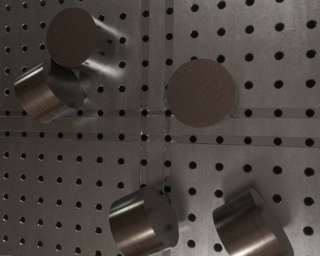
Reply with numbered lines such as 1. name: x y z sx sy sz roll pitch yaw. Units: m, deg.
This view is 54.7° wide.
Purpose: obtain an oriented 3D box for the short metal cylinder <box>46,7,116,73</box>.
1. short metal cylinder: -0.110 -0.121 0.437 0.080 0.050 0.079 0 90 19

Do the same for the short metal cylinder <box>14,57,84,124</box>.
1. short metal cylinder: -0.153 -0.052 0.436 0.050 0.080 0.080 -25 82 18

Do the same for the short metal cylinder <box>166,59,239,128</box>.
1. short metal cylinder: 0.054 -0.040 0.380 0.080 0.050 0.079 0 90 19

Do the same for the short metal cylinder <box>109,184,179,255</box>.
1. short metal cylinder: -0.019 0.118 0.389 0.050 0.080 0.080 -28 81 17

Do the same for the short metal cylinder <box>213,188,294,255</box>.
1. short metal cylinder: 0.103 0.115 0.347 0.050 0.080 0.080 -36 79 16
